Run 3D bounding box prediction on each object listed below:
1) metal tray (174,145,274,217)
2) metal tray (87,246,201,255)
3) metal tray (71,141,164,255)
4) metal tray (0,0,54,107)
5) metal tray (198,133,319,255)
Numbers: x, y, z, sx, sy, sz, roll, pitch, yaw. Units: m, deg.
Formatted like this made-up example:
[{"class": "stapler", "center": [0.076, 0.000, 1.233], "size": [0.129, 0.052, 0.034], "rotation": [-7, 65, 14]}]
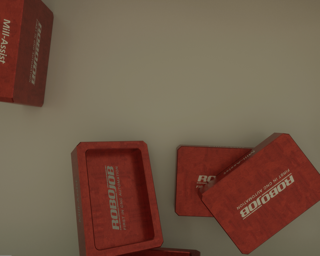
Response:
[{"class": "metal tray", "center": [0.086, 0.070, 0.409], "size": [0.131, 0.030, 0.089], "rotation": [2, 90, 0]}, {"class": "metal tray", "center": [-0.023, 0.162, 0.341], "size": [0.131, 0.090, 0.030], "rotation": [1, 90, 9]}, {"class": "metal tray", "center": [-0.052, 0.081, 0.368], "size": [0.091, 0.030, 0.129], "rotation": [0, 69, -29]}, {"class": "metal tray", "center": [-0.167, -0.093, 0.377], "size": [0.030, 0.090, 0.129], "rotation": [7, 90, 0]}, {"class": "metal tray", "center": [0.125, 0.078, 0.379], "size": [0.130, 0.030, 0.090], "rotation": [-37, 90, 0]}]
